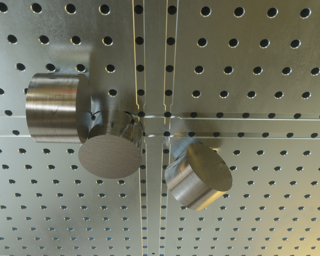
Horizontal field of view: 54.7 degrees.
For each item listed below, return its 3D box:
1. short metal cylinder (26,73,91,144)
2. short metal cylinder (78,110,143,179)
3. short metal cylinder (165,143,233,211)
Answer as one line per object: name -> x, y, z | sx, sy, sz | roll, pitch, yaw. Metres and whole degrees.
short metal cylinder -> -0.112, -0.022, 0.355 | 0.050, 0.080, 0.079 | 1, 130, -2
short metal cylinder -> -0.063, 0.023, 0.413 | 0.081, 0.050, 0.079 | 0, 130, 0
short metal cylinder -> 0.054, 0.067, 0.434 | 0.080, 0.080, 0.050 | 27, 125, -22
